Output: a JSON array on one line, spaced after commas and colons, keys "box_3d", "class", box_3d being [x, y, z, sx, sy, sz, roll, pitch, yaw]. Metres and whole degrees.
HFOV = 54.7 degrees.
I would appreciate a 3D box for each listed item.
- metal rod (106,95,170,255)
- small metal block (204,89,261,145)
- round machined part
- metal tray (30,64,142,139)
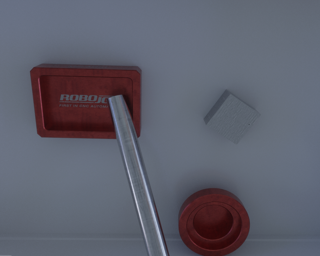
[{"box_3d": [-0.014, 0.106, 0.372, 0.025, 0.025, 0.298, -16, 85, 5], "class": "metal rod"}, {"box_3d": [0.094, -0.014, 0.407, 0.050, 0.025, 0.050, 32, 107, -12], "class": "small metal block"}, {"box_3d": [0.076, 0.131, 0.448, 0.099, 0.042, 0.097, 0, 104, 1], "class": "round machined part"}, {"box_3d": [-0.090, -0.033, 0.395, 0.131, 0.030, 0.089, 1, 110, -1], "class": "metal tray"}]
